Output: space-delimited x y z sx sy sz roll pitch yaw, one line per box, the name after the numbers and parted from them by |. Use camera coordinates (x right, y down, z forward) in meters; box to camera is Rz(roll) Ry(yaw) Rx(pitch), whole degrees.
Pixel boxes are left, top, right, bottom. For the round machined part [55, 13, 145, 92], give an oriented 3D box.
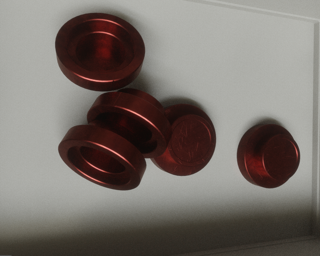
-0.069 -0.083 0.363 0.099 0.042 0.098 5 63 -11 | round machined part

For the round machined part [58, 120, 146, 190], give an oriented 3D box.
-0.061 0.028 0.356 0.098 0.098 0.042 36 53 -17 | round machined part

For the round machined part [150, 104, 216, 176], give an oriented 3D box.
0.033 0.016 0.415 0.099 0.042 0.097 0 90 -21 | round machined part

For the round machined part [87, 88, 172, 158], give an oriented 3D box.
-0.032 -0.009 0.365 0.098 0.098 0.042 35 56 -17 | round machined part

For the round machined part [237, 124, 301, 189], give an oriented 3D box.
0.170 0.043 0.466 0.099 0.042 0.097 0 90 -21 | round machined part
